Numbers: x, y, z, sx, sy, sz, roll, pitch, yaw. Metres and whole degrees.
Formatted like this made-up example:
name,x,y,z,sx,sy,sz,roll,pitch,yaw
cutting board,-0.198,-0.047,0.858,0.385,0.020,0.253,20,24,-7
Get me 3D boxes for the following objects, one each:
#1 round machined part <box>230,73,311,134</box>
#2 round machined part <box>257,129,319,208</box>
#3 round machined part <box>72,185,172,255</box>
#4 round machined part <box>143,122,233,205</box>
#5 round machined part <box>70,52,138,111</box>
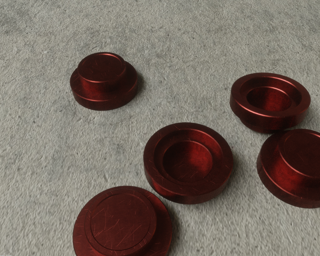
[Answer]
name,x,y,z,sx,sy,sz,roll,pitch,yaw
round machined part,0.143,-0.030,0.412,0.099,0.042,0.098,-1,42,1
round machined part,0.167,0.039,0.360,0.099,0.042,0.098,0,50,0
round machined part,-0.037,0.100,0.308,0.099,0.042,0.098,0,50,0
round machined part,0.031,0.043,0.356,0.099,0.042,0.098,0,50,0
round machined part,-0.083,-0.075,0.454,0.099,0.042,0.098,0,50,0
